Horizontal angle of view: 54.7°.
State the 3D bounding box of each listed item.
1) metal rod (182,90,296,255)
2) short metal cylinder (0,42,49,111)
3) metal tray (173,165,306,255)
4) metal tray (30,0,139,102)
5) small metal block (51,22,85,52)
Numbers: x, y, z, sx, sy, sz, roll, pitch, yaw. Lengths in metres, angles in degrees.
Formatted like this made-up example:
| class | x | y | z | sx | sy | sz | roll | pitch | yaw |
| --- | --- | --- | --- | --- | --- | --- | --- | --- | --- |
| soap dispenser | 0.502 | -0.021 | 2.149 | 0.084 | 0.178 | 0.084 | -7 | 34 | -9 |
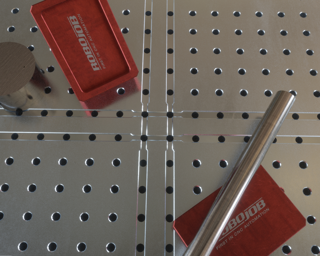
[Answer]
| class | x | y | z | sx | sy | sz | roll | pitch | yaw |
| --- | --- | --- | --- | --- | --- | --- | --- | --- | --- |
| metal rod | 0.078 | 0.078 | 0.350 | 0.025 | 0.025 | 0.300 | 31 | 73 | 11 |
| short metal cylinder | -0.201 | -0.069 | 0.422 | 0.081 | 0.050 | 0.080 | 0 | 70 | 0 |
| metal tray | 0.092 | 0.114 | 0.368 | 0.131 | 0.030 | 0.090 | -33 | 73 | -11 |
| metal tray | -0.096 | -0.112 | 0.408 | 0.090 | 0.030 | 0.129 | -28 | 112 | -10 |
| small metal block | -0.126 | -0.125 | 0.443 | 0.050 | 0.050 | 0.025 | -20 | 71 | -7 |
